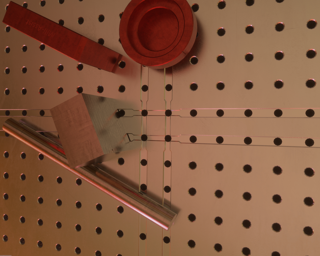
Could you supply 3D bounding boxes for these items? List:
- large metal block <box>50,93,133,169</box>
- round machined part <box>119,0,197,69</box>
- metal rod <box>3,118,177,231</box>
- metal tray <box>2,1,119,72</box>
[{"bbox_3d":[-0.089,0.004,0.413,0.050,0.080,0.080,-24,82,18],"label":"large metal block"},{"bbox_3d":[0.001,-0.125,0.403,0.098,0.042,0.097,0,90,19],"label":"round machined part"},{"bbox_3d":[-0.112,0.059,0.450,0.301,0.025,0.025,27,99,17],"label":"metal rod"},{"bbox_3d":[-0.132,-0.122,0.423,0.130,0.090,0.030,29,100,17],"label":"metal tray"}]
